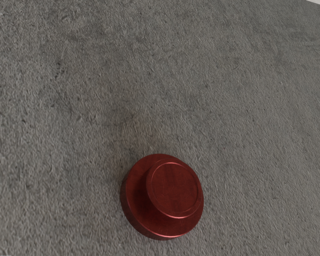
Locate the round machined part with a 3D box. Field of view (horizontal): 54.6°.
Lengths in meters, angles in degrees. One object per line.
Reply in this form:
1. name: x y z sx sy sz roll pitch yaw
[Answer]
1. round machined part: 0.008 0.073 0.352 0.099 0.042 0.098 13 56 -21
